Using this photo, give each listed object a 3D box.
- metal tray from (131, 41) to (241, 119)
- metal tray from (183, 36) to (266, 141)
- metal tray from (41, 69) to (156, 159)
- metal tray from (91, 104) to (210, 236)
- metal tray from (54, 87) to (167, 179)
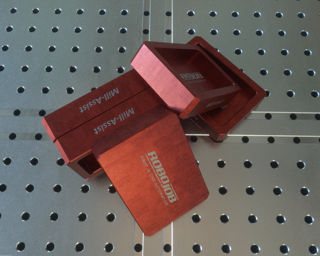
[{"bbox_3d":[0.037,-0.062,0.375,0.090,0.030,0.131,49,32,15],"label":"metal tray"},{"bbox_3d":[0.066,-0.056,0.429,0.090,0.030,0.130,-42,76,-14],"label":"metal tray"},{"bbox_3d":[-0.066,-0.016,0.382,0.131,0.090,0.030,-31,73,-11],"label":"metal tray"},{"bbox_3d":[-0.006,0.050,0.344,0.090,0.129,0.030,-31,32,-11],"label":"metal tray"},{"bbox_3d":[-0.049,0.008,0.372,0.131,0.090,0.030,-31,73,-11],"label":"metal tray"}]
